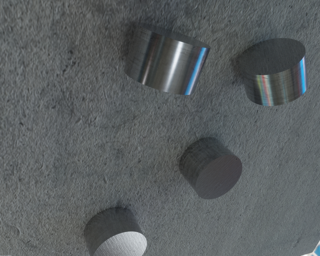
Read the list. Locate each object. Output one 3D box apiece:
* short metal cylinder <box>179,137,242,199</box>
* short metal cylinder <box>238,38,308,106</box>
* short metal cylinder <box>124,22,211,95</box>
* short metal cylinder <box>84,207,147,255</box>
[{"bbox_3d":[0.076,0.061,0.470,0.081,0.050,0.079,-14,124,-21],"label":"short metal cylinder"},{"bbox_3d":[0.149,-0.074,0.406,0.080,0.080,0.050,-33,129,-7],"label":"short metal cylinder"},{"bbox_3d":[0.007,-0.074,0.329,0.081,0.080,0.050,5,116,-31],"label":"short metal cylinder"},{"bbox_3d":[-0.066,0.164,0.456,0.081,0.050,0.079,-14,124,-21],"label":"short metal cylinder"}]
